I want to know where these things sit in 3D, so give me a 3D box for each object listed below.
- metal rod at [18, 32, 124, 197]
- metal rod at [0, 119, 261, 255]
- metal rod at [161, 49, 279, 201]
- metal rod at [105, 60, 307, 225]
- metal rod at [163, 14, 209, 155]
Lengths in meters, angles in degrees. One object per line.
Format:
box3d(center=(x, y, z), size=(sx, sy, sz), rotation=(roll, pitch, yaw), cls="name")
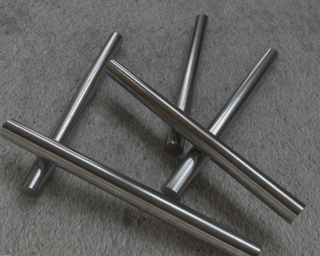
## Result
box3d(center=(-0.110, -0.041, 0.436), size=(0.025, 0.025, 0.300), rotation=(11, 51, 9), cls="metal rod")
box3d(center=(-0.042, 0.062, 0.330), size=(0.301, 0.025, 0.025), rotation=(25, 54, 11), cls="metal rod")
box3d(center=(0.096, -0.022, 0.422), size=(0.025, 0.025, 0.301), rotation=(27, 55, 21), cls="metal rod")
box3d(center=(0.032, -0.001, 0.370), size=(0.025, 0.025, 0.300), rotation=(-35, 58, -26), cls="metal rod")
box3d(center=(0.047, -0.086, 0.475), size=(0.025, 0.025, 0.300), rotation=(9, 50, 7), cls="metal rod")
